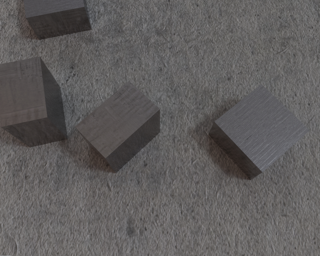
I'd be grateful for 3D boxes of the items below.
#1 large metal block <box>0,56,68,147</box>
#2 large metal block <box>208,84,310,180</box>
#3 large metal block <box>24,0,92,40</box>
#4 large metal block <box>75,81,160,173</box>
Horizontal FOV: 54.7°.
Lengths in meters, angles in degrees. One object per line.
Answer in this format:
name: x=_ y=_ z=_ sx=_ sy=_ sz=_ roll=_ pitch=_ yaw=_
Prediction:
large metal block: x=-0.157 y=-0.029 z=0.388 sx=0.050 sy=0.080 sz=0.080 roll=-13 pitch=71 yaw=-4
large metal block: x=0.122 y=0.006 z=0.393 sx=0.080 sy=0.050 sz=0.080 roll=-38 pitch=74 yaw=-13
large metal block: x=-0.153 y=-0.187 z=0.462 sx=0.081 sy=0.050 sz=0.080 roll=-13 pitch=71 yaw=-5
large metal block: x=-0.046 y=0.002 z=0.378 sx=0.080 sy=0.080 sz=0.050 roll=-43 pitch=76 yaw=-14
